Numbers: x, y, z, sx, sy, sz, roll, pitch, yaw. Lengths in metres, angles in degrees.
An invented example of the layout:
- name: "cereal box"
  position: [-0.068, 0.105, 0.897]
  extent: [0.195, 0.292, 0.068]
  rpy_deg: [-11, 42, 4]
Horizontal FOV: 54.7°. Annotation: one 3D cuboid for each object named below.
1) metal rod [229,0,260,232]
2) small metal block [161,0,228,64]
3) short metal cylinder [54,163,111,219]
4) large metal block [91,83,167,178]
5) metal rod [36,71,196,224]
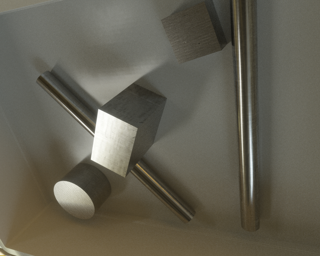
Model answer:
- name: "metal rod"
  position: [0.100, 0.002, 0.356]
  extent: [0.025, 0.025, 0.298]
  rpy_deg: [4, 121, 26]
- name: "small metal block"
  position: [0.036, -0.101, 0.326]
  extent: [0.050, 0.025, 0.050]
  rpy_deg: [-12, 113, 33]
- name: "short metal cylinder"
  position: [-0.130, 0.107, 0.525]
  extent: [0.080, 0.050, 0.079]
  rpy_deg: [13, 124, 20]
- name: "large metal block"
  position: [-0.039, 0.001, 0.393]
  extent: [0.050, 0.080, 0.079]
  rpy_deg: [26, 127, 12]
- name: "metal rod"
  position: [-0.063, 0.030, 0.458]
  extent: [0.300, 0.025, 0.025]
  rpy_deg: [44, 129, -3]
